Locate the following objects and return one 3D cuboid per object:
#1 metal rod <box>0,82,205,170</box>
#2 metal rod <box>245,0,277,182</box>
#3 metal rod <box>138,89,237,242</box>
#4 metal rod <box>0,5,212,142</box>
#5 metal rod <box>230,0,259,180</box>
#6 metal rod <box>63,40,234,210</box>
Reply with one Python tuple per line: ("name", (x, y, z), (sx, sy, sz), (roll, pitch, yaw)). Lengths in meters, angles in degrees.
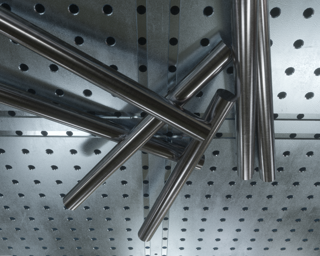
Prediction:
("metal rod", (-0.077, 0.000, 0.410), (0.302, 0.025, 0.025), (20, 127, -17))
("metal rod", (0.125, -0.037, 0.381), (0.025, 0.025, 0.299), (-12, 129, 10))
("metal rod", (0.025, 0.072, 0.438), (0.025, 0.025, 0.298), (15, 127, -13))
("metal rod", (-0.078, -0.064, 0.326), (0.301, 0.025, 0.025), (28, 125, -11))
("metal rod", (0.101, -0.033, 0.365), (0.025, 0.025, 0.299), (-9, 135, 7))
("metal rod", (-0.026, 0.010, 0.390), (0.025, 0.025, 0.299), (36, 113, -26))
